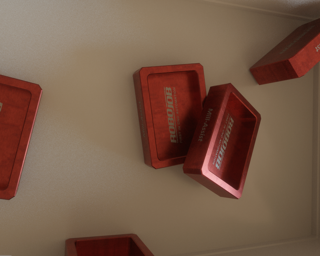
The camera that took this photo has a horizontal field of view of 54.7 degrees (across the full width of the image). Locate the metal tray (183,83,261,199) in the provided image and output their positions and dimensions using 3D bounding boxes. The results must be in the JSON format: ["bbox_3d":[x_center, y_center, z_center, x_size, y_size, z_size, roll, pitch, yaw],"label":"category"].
[{"bbox_3d":[0.087,0.017,0.412,0.090,0.030,0.130,37,64,-35],"label":"metal tray"}]

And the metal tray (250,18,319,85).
[{"bbox_3d":[0.206,-0.117,0.454,0.131,0.090,0.030,-40,103,-16],"label":"metal tray"}]

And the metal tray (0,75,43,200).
[{"bbox_3d":[-0.190,0.006,0.337,0.091,0.030,0.129,14,85,-20],"label":"metal tray"}]

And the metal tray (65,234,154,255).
[{"bbox_3d":[-0.053,0.154,0.336,0.091,0.130,0.030,3,89,-20],"label":"metal tray"}]

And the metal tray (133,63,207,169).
[{"bbox_3d":[0.019,-0.017,0.415,0.091,0.030,0.129,-9,93,-20],"label":"metal tray"}]
